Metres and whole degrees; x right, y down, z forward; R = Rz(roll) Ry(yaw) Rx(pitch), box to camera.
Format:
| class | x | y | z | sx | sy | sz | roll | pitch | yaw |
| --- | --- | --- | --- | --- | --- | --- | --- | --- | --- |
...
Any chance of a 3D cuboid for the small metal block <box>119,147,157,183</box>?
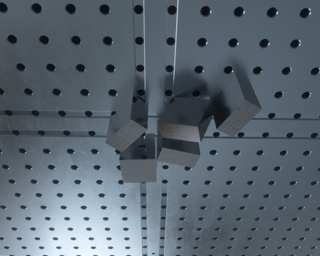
| class | x | y | z | sx | sy | sz | roll | pitch | yaw |
| --- | --- | --- | --- | --- | --- | --- | --- | --- | --- |
| small metal block | -0.031 | 0.055 | 0.458 | 0.050 | 0.025 | 0.050 | -2 | 130 | 1 |

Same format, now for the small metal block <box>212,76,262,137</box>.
| class | x | y | z | sx | sy | sz | roll | pitch | yaw |
| --- | --- | --- | --- | --- | --- | --- | --- | --- | --- |
| small metal block | 0.090 | -0.026 | 0.375 | 0.025 | 0.050 | 0.050 | 25 | 125 | -21 |

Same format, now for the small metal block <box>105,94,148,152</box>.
| class | x | y | z | sx | sy | sz | roll | pitch | yaw |
| --- | --- | --- | --- | --- | --- | --- | --- | --- | --- |
| small metal block | -0.041 | -0.006 | 0.390 | 0.025 | 0.050 | 0.050 | 34 | 122 | -25 |

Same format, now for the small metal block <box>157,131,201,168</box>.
| class | x | y | z | sx | sy | sz | roll | pitch | yaw |
| --- | --- | --- | --- | --- | --- | --- | --- | --- | --- |
| small metal block | 0.024 | 0.022 | 0.415 | 0.050 | 0.050 | 0.025 | 12 | 129 | -11 |

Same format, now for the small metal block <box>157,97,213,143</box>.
| class | x | y | z | sx | sy | sz | roll | pitch | yaw |
| --- | --- | --- | --- | --- | --- | --- | --- | --- | --- |
| small metal block | 0.032 | -0.011 | 0.376 | 0.050 | 0.050 | 0.025 | 7 | 134 | 26 |
